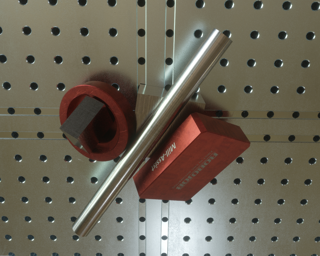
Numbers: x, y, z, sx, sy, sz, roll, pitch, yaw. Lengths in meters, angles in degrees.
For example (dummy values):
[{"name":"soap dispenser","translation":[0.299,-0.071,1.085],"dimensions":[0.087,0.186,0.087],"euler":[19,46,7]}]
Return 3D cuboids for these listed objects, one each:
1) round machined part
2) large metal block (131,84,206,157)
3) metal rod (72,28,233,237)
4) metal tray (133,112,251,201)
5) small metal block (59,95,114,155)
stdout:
[{"name":"round machined part","translation":[-0.072,-0.011,0.385],"dimensions":[0.098,0.042,0.097],"euler":[10,115,23]},{"name":"large metal block","translation":[0.007,-0.006,0.397],"dimensions":[0.081,0.050,0.079],"euler":[8,110,-4]},{"name":"metal rod","translation":[-0.019,0.018,0.366],"dimensions":[0.025,0.025,0.299],"euler":[33,106,-12]},{"name":"metal tray","translation":[0.038,0.043,0.391],"dimensions":[0.091,0.030,0.129],"euler":[15,128,-39]},{"name":"small metal block","translation":[-0.085,-0.003,0.368],"dimensions":[0.025,0.050,0.050],"euler":[29,70,16]}]
